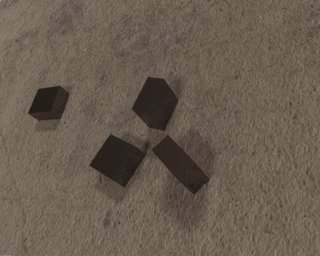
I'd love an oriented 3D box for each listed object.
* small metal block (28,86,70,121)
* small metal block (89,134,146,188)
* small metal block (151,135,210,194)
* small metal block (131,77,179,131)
[{"bbox_3d":[-0.188,-0.042,0.526,0.050,0.025,0.050,-4,60,26],"label":"small metal block"},{"bbox_3d":[-0.056,0.042,0.406,0.050,0.025,0.050,23,74,36],"label":"small metal block"},{"bbox_3d":[0.024,0.042,0.349,0.025,0.050,0.050,-43,51,-1],"label":"small metal block"},{"bbox_3d":[-0.005,-0.031,0.408,0.025,0.050,0.050,13,68,33],"label":"small metal block"}]
